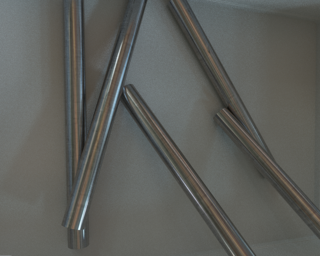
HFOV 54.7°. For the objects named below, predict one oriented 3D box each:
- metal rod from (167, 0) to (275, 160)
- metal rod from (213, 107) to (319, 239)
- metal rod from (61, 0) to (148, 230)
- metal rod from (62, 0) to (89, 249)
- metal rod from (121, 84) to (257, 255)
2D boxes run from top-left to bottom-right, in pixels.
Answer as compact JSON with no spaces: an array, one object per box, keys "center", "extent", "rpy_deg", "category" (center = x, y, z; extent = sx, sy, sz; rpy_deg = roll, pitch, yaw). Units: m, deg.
[{"center":[0.098,-0.050,0.446],"extent":[0.025,0.025,0.299],"rpy_deg":[-35,102,-16],"category":"metal rod"},{"center":[0.177,0.091,0.406],"extent":[0.025,0.025,0.300],"rpy_deg":[-35,75,-17],"category":"metal rod"},{"center":[-0.061,-0.033,0.371],"extent":[0.025,0.025,0.299],"rpy_deg":[18,78,-19],"category":"metal rod"},{"center":[-0.101,-0.007,0.373],"extent":[0.025,0.025,0.298],"rpy_deg":[-1,91,-20],"category":"metal rod"},{"center":[0.040,0.070,0.360],"extent":[0.025,0.025,0.299],"rpy_deg":[-31,76,-17],"category":"metal rod"}]
